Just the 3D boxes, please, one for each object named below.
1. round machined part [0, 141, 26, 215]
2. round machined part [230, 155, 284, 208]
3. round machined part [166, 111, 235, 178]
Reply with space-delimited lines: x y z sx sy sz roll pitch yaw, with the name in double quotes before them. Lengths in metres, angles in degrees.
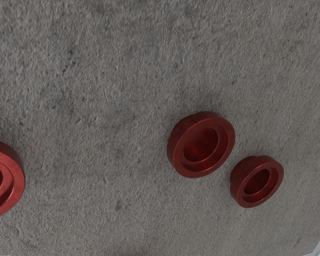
"round machined part" -0.194 0.049 0.320 0.099 0.042 0.097 -14 124 -21
"round machined part" 0.162 0.087 0.538 0.099 0.042 0.097 -14 124 -21
"round machined part" 0.053 0.019 0.436 0.099 0.042 0.097 -14 124 -21
